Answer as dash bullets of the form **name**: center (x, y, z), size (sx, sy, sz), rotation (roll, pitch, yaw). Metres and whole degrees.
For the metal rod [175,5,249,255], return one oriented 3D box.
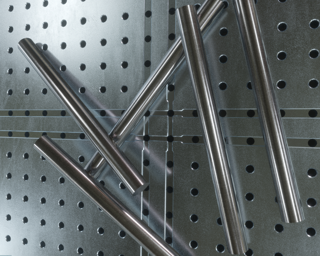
- **metal rod**: center (0.063, 0.003, 0.375), size (0.025, 0.025, 0.299), rotation (-12, 92, 20)

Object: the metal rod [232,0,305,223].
- **metal rod**: center (0.124, -0.040, 0.368), size (0.025, 0.025, 0.299), rotation (-13, 86, 19)

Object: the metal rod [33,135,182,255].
- **metal rod**: center (-0.053, 0.114, 0.413), size (0.300, 0.025, 0.025), rotation (40, 103, 8)

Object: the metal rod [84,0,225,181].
- **metal rod**: center (-0.017, -0.044, 0.419), size (0.025, 0.025, 0.299), rotation (41, 103, 15)

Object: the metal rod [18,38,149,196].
- **metal rod**: center (-0.118, -0.028, 0.436), size (0.025, 0.025, 0.300), rotation (-48, 69, 14)
